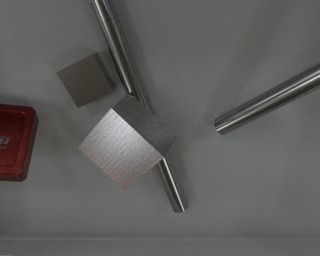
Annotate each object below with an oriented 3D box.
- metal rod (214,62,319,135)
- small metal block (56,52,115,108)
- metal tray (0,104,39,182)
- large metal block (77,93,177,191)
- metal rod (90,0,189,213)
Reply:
[{"bbox_3d":[0.183,-0.063,0.325,0.299,0.025,0.025,-31,110,37],"label":"metal rod"},{"bbox_3d":[-0.091,-0.060,0.388,0.050,0.025,0.050,-24,109,8],"label":"small metal block"},{"bbox_3d":[-0.224,0.014,0.372,0.131,0.090,0.030,5,152,-10],"label":"metal tray"},{"bbox_3d":[-0.040,0.018,0.385,0.080,0.050,0.080,44,123,-4],"label":"large metal block"},{"bbox_3d":[-0.019,-0.016,0.405,0.025,0.025,0.298,-19,109,6],"label":"metal rod"}]
